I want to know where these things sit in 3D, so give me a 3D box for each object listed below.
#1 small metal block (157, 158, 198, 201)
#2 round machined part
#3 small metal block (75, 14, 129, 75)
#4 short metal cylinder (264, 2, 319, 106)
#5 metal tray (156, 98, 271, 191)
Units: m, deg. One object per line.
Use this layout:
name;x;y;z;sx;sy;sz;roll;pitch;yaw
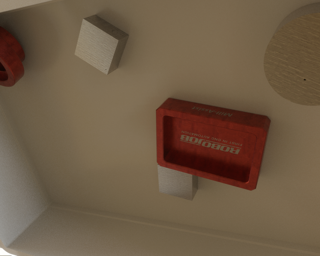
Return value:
small metal block;0.026;0.070;0.437;0.050;0.025;0.050;10;123;22
round machined part;-0.234;-0.108;0.437;0.098;0.042;0.098;21;148;15
small metal block;-0.072;-0.102;0.382;0.050;0.025;0.050;33;129;6
short metal cylinder;0.139;-0.067;0.278;0.080;0.050;0.079;13;124;20
metal tray;0.061;0.019;0.383;0.130;0.030;0.089;13;124;20
